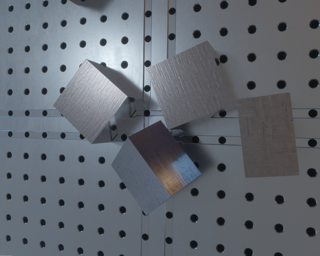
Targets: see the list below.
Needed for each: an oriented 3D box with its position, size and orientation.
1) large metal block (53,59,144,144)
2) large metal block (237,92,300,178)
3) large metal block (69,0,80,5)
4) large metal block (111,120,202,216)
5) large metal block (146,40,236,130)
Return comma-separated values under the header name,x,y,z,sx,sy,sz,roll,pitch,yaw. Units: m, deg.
name,x,y,z,sx,sy,sz,roll,pitch,yaw
large metal block,-0.085,-0.035,0.430,0.080,0.050,0.080,42,103,15
large metal block,0.119,0.008,0.341,0.050,0.080,0.080,-6,88,20
large metal block,-0.147,-0.234,0.436,0.050,0.080,0.080,-42,77,15
large metal block,-0.008,0.051,0.382,0.080,0.050,0.080,53,144,12
large metal block,0.041,-0.049,0.385,0.080,0.050,0.080,-22,83,18
